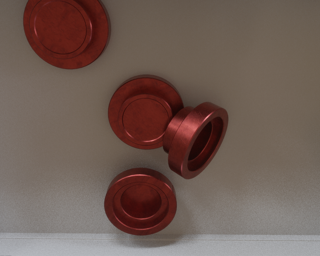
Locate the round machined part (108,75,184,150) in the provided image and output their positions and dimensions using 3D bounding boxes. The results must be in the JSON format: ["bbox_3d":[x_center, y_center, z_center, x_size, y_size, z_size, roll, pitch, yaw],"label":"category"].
[{"bbox_3d":[-0.017,-0.016,0.396,0.099,0.042,0.097,0,110,0],"label":"round machined part"}]

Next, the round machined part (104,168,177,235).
[{"bbox_3d":[-0.026,0.099,0.438,0.099,0.042,0.097,0,110,0],"label":"round machined part"}]

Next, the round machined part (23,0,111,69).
[{"bbox_3d":[-0.109,-0.117,0.358,0.099,0.042,0.097,0,110,0],"label":"round machined part"}]

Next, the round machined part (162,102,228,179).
[{"bbox_3d":[0.041,0.012,0.388,0.042,0.099,0.097,30,112,29],"label":"round machined part"}]
